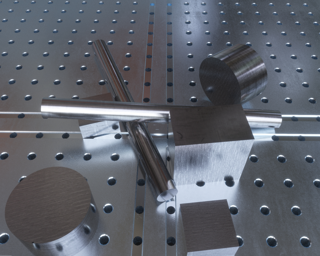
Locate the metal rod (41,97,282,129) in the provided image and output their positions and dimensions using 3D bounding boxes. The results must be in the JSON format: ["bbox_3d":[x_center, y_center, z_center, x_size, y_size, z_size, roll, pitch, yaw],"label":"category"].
[{"bbox_3d":[0.009,-0.018,0.395,0.302,0.025,0.025,3,50,-9],"label":"metal rod"}]

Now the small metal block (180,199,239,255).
[{"bbox_3d":[0.048,0.104,0.320,0.050,0.025,0.050,-5,50,-4],"label":"small metal block"}]

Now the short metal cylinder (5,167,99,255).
[{"bbox_3d":[-0.107,0.087,0.318,0.080,0.050,0.080,0,50,0],"label":"short metal cylinder"}]

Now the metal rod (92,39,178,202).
[{"bbox_3d":[-0.047,-0.032,0.433,0.025,0.025,0.300,-17,52,-14],"label":"metal rod"}]

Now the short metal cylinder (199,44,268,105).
[{"bbox_3d":[0.100,-0.070,0.431,0.050,0.080,0.080,-30,56,-22],"label":"short metal cylinder"}]

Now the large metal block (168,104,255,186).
[{"bbox_3d":[0.053,0.021,0.354,0.081,0.080,0.050,-5,50,-4],"label":"large metal block"}]

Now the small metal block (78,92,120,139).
[{"bbox_3d":[-0.086,-0.018,0.422,0.050,0.025,0.050,-13,51,-11],"label":"small metal block"}]
